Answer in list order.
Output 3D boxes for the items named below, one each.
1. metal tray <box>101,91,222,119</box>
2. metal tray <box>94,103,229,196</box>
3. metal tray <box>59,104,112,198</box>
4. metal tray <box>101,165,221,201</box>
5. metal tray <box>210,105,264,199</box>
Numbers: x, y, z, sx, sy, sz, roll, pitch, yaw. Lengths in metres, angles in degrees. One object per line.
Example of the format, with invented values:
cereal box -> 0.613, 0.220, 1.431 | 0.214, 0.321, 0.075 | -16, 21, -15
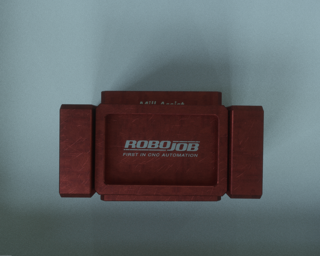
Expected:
metal tray -> 0.002, -0.025, 0.376 | 0.131, 0.090, 0.030 | 0, 91, 0
metal tray -> 0.001, 0.021, 0.317 | 0.131, 0.030, 0.089 | 1, 90, 0
metal tray -> -0.080, 0.021, 0.357 | 0.030, 0.130, 0.089 | 1, 91, 0
metal tray -> 0.001, 0.064, 0.376 | 0.131, 0.090, 0.030 | 0, 90, 0
metal tray -> 0.083, 0.022, 0.357 | 0.030, 0.130, 0.089 | 1, 91, 0
